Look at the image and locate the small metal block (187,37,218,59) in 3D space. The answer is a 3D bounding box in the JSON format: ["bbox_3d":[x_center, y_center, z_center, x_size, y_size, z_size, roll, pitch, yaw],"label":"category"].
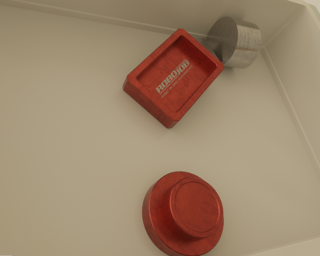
[{"bbox_3d":[0.062,-0.121,0.515,0.050,0.025,0.050,-19,72,-35],"label":"small metal block"}]

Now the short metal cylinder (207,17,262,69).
[{"bbox_3d":[0.125,-0.144,0.528,0.050,0.080,0.080,1,61,-28],"label":"short metal cylinder"}]

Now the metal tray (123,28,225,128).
[{"bbox_3d":[0.022,-0.074,0.444,0.090,0.030,0.130,42,62,0],"label":"metal tray"}]

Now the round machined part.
[{"bbox_3d":[0.033,0.095,0.356,0.099,0.042,0.098,14,56,-21],"label":"round machined part"}]
